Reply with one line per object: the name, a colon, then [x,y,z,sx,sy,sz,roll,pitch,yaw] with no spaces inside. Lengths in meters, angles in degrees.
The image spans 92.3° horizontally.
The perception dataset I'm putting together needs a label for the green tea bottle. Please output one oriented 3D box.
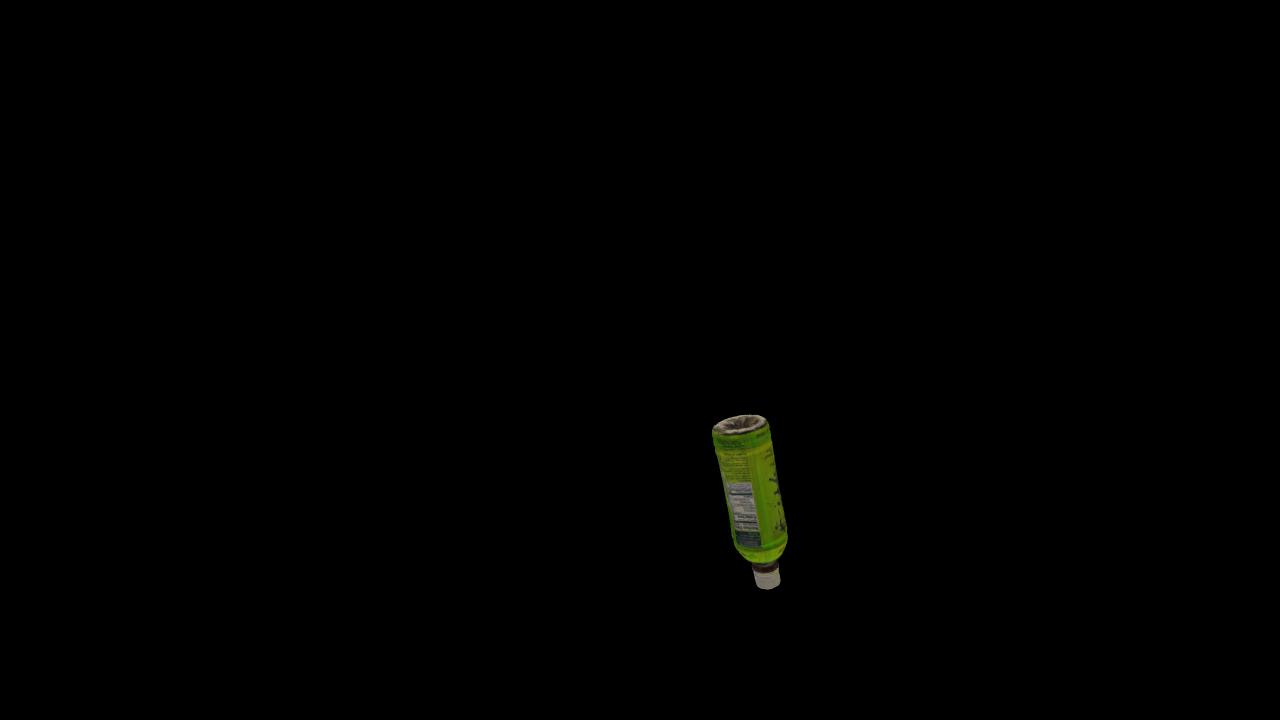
green tea bottle: [0.137,0.175,0.744,0.073,0.212,0.073,-9,10,2]
